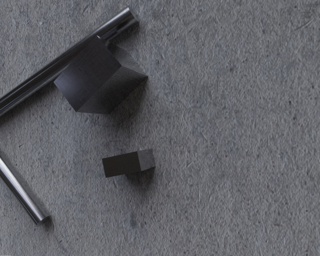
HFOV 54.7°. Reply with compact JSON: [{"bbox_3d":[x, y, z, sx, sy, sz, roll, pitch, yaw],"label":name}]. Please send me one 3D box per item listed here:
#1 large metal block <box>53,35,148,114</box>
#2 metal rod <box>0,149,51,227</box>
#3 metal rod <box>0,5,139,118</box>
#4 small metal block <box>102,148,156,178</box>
[{"bbox_3d":[-0.074,-0.064,0.405,0.080,0.080,0.050,-42,77,15],"label":"large metal block"},{"bbox_3d":[-0.277,0.035,0.504,0.300,0.025,0.025,46,104,13],"label":"metal rod"},{"bbox_3d":[-0.161,-0.086,0.464,0.300,0.025,0.025,-29,81,17],"label":"metal rod"},{"bbox_3d":[-0.040,0.046,0.409,0.050,0.050,0.025,-13,86,19],"label":"small metal block"}]
